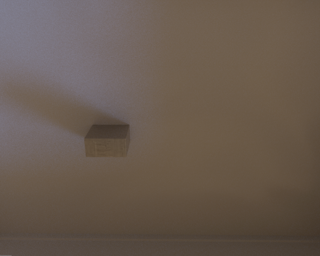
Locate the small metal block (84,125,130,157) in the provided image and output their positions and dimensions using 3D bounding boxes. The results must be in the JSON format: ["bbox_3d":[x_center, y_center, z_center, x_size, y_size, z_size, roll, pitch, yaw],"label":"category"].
[{"bbox_3d":[-0.067,0.016,0.403,0.050,0.050,0.025,0,110,0],"label":"small metal block"}]
